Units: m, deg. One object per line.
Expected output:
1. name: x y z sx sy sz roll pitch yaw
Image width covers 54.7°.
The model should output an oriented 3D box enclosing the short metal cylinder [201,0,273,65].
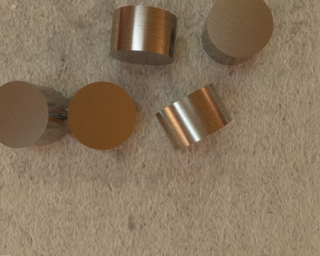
1. short metal cylinder: 0.097 -0.125 0.399 0.081 0.050 0.079 0 90 -1

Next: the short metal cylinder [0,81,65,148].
1. short metal cylinder: -0.163 -0.016 0.389 0.080 0.050 0.079 0 90 10

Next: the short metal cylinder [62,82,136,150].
1. short metal cylinder: -0.076 -0.015 0.383 0.081 0.050 0.079 -1 92 -24

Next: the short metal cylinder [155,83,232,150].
1. short metal cylinder: 0.041 -0.014 0.383 0.080 0.080 0.050 -29 90 0

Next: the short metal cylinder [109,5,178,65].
1. short metal cylinder: -0.020 -0.111 0.382 0.081 0.080 0.050 5 90 -1
